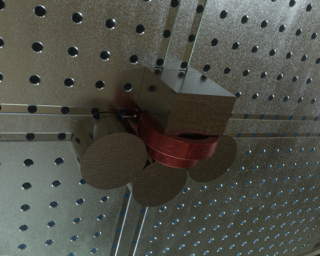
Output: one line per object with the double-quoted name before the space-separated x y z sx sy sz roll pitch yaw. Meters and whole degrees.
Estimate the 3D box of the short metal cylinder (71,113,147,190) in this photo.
"short metal cylinder" -0.062 0.028 0.379 0.081 0.050 0.079 -14 124 -21

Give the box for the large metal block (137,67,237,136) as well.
"large metal block" 0.029 -0.033 0.371 0.081 0.080 0.050 1 118 -29

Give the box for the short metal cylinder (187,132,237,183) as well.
"short metal cylinder" 0.064 0.032 0.450 0.081 0.050 0.079 -14 124 -21

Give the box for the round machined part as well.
"round machined part" 0.020 0.014 0.381 0.099 0.098 0.042 2 117 -29

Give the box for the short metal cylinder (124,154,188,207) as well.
"short metal cylinder" -0.009 0.061 0.428 0.081 0.050 0.079 -14 124 -21
